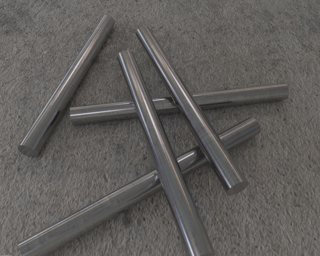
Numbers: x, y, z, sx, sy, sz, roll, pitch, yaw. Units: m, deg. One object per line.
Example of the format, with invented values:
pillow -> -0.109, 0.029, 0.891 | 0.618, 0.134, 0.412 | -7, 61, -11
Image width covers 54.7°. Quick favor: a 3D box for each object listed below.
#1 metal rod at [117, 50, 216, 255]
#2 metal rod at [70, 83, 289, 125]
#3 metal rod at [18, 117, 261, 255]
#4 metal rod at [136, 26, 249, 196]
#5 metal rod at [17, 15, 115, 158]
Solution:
metal rod -> -0.007, 0.005, 0.364 | 0.025, 0.025, 0.300 | -13, 51, -11
metal rod -> 0.031, -0.034, 0.432 | 0.302, 0.025, 0.025 | -7, 51, -6
metal rod -> -0.004, 0.060, 0.352 | 0.302, 0.025, 0.025 | -26, 55, -21
metal rod -> 0.026, -0.045, 0.407 | 0.025, 0.025, 0.300 | -16, 52, -13
metal rod -> -0.128, -0.083, 0.472 | 0.025, 0.025, 0.300 | 10, 51, 8
